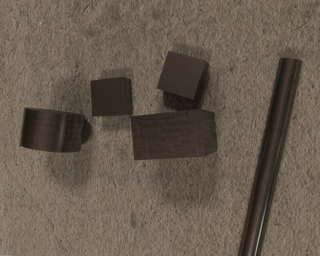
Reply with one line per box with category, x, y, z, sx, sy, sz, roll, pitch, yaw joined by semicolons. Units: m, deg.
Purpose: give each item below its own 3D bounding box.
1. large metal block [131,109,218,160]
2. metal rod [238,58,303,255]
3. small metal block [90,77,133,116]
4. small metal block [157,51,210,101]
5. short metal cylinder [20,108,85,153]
large metal block;0.020;0.008;0.372;0.080;0.080;0.050;-5;89;19
metal rod;0.123;0.069;0.365;0.025;0.025;0.298;12;94;19
small metal block;-0.067;-0.042;0.432;0.050;0.025;0.050;-3;89;19
small metal block;0.030;-0.066;0.398;0.050;0.025;0.050;19;96;18
short metal cylinder;-0.148;0.002;0.430;0.080;0.080;0.050;10;93;19
